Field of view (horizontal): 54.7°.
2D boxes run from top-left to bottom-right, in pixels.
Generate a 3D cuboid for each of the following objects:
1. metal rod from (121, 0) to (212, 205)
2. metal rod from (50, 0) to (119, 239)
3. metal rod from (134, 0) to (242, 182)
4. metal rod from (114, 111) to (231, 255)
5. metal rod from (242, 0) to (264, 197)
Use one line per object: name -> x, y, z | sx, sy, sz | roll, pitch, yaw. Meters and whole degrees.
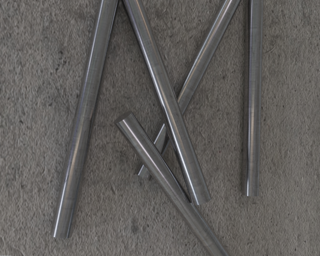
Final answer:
metal rod -> 0.003, -0.049, 0.389 | 0.025, 0.025, 0.299 | -19, 89, -19
metal rod -> -0.089, -0.020, 0.375 | 0.025, 0.025, 0.298 | 12, 86, -20
metal rod -> 0.045, -0.068, 0.425 | 0.025, 0.025, 0.299 | 30, 80, -18
metal rod -> 0.036, 0.106, 0.403 | 0.025, 0.025, 0.299 | -39, 110, -16
metal rod -> 0.138, -0.050, 0.459 | 0.025, 0.025, 0.298 | 2, 90, -20
